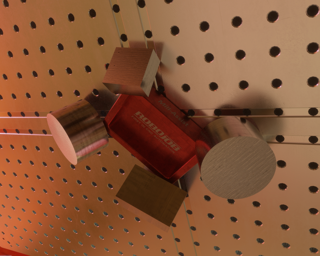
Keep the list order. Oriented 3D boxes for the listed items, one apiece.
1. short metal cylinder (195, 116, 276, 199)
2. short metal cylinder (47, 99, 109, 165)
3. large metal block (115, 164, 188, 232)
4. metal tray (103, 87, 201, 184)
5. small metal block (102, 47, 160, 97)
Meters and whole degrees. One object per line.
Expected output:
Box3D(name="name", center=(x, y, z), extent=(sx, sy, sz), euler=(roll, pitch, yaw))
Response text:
Box3D(name="short metal cylinder", center=(0.083, 0.033, 0.352), extent=(0.081, 0.050, 0.079), euler=(-1, 116, -1))
Box3D(name="short metal cylinder", center=(-0.117, 0.005, 0.441), extent=(0.080, 0.050, 0.079), euler=(37, 143, 35))
Box3D(name="large metal block", center=(-0.011, 0.103, 0.442), extent=(0.080, 0.050, 0.080), euler=(27, 158, 10))
Box3D(name="metal tray", center=(-0.006, 0.007, 0.415), extent=(0.130, 0.030, 0.090), euler=(41, 129, -1))
Box3D(name="small metal block", center=(-0.033, -0.067, 0.368), extent=(0.050, 0.050, 0.025), euler=(9, 160, 23))
